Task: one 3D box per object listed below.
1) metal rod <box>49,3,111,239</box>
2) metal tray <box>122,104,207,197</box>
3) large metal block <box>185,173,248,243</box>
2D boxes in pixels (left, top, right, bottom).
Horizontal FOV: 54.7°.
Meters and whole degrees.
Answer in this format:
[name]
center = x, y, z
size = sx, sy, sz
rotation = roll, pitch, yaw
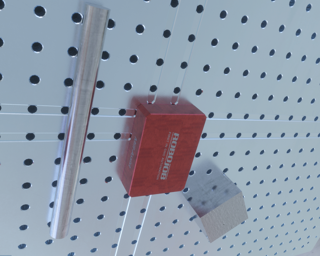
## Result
[metal rod]
center = -0.099, 0.012, 0.363
size = 0.025, 0.025, 0.298
rotation = 2, 118, -30
[metal tray]
center = 0.004, 0.032, 0.430
size = 0.091, 0.030, 0.129
rotation = -1, 119, -28
[large metal block]
center = 0.099, 0.138, 0.535
size = 0.080, 0.050, 0.080
rotation = -30, 129, -9
